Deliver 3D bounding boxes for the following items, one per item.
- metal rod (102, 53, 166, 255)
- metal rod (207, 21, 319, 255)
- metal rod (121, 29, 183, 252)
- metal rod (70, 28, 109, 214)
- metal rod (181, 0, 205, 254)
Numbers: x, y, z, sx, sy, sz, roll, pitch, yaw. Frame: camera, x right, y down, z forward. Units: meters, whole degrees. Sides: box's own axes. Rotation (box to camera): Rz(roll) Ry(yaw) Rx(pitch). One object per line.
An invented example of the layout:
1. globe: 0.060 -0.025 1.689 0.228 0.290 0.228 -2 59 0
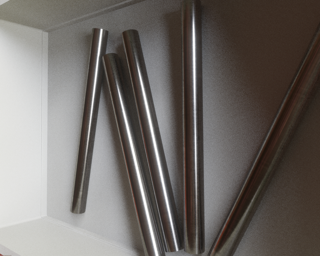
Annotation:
1. metal rod: -0.039 0.032 0.427 0.025 0.025 0.299 -27 70 37
2. metal rod: 0.115 0.017 0.311 0.025 0.025 0.298 32 110 35
3. metal rod: -0.012 0.009 0.416 0.025 0.025 0.299 -20 77 38
4. metal rod: -0.116 -0.007 0.502 0.025 0.025 0.298 15 99 39
5. metal rod: 0.039 -0.002 0.374 0.025 0.025 0.298 -1 89 40
